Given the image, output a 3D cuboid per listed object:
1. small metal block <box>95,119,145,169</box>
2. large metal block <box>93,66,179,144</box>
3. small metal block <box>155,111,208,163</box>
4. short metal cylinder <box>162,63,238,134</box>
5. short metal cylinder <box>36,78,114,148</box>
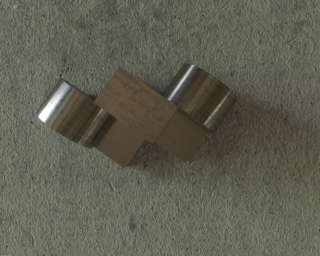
[{"bbox_3d":[-0.052,0.017,0.411,0.050,0.025,0.050,35,90,0],"label":"small metal block"},{"bbox_3d":[-0.027,-0.026,0.384,0.080,0.080,0.050,35,90,-1],"label":"large metal block"},{"bbox_3d":[0.027,0.011,0.412,0.050,0.025,0.050,35,90,0],"label":"small metal block"},{"bbox_3d":[0.048,-0.036,0.384,0.080,0.080,0.050,35,90,0],"label":"short metal cylinder"},{"bbox_3d":[-0.102,-0.018,0.383,0.080,0.080,0.050,35,90,0],"label":"short metal cylinder"}]
